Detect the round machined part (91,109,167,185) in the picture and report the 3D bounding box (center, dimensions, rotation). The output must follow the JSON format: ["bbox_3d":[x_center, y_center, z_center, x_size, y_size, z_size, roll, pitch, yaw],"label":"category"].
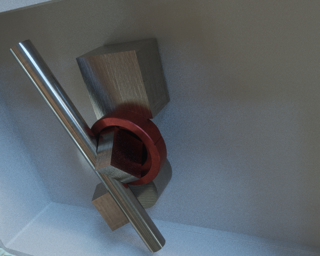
[{"bbox_3d":[-0.036,0.020,0.388,0.098,0.042,0.097,13,124,20],"label":"round machined part"}]

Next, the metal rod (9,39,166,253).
[{"bbox_3d":[-0.079,0.033,0.377,0.025,0.025,0.299,-21,108,35],"label":"metal rod"}]

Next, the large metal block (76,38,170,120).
[{"bbox_3d":[-0.042,-0.057,0.374,0.080,0.050,0.080,0,119,28],"label":"large metal block"}]

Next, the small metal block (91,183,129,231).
[{"bbox_3d":[-0.065,0.101,0.418,0.025,0.050,0.050,-30,104,3],"label":"small metal block"}]

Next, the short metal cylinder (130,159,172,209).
[{"bbox_3d":[-0.029,0.070,0.449,0.080,0.050,0.079,13,124,20],"label":"short metal cylinder"}]

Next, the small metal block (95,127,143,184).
[{"bbox_3d":[-0.048,0.033,0.373,0.025,0.050,0.050,-21,142,32],"label":"small metal block"}]
